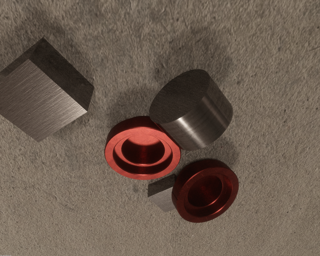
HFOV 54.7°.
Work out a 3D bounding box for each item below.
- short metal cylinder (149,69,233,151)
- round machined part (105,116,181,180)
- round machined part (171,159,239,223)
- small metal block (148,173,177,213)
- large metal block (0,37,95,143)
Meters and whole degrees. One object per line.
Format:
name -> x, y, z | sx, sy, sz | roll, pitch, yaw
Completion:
short metal cylinder -> 0.035, -0.021, 0.354 | 0.080, 0.080, 0.050 | -30, 124, 22
round machined part -> -0.022, 0.022, 0.414 | 0.099, 0.042, 0.097 | 0, 131, 0
round machined part -> 0.062, 0.088, 0.457 | 0.099, 0.042, 0.097 | -9, 118, -18
small metal block -> 0.016, 0.105, 0.497 | 0.050, 0.025, 0.050 | -27, 125, 21
large metal block -> -0.136, -0.041, 0.354 | 0.080, 0.050, 0.080 | -29, 125, 22
